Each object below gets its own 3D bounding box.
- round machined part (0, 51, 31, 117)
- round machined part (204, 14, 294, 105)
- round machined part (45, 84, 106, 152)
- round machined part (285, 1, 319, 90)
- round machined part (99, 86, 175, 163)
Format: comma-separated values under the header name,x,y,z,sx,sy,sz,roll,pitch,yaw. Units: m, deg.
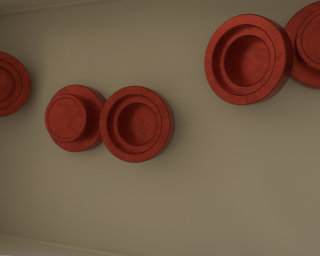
name,x,y,z,sx,sy,sz,roll,pitch,yaw
round machined part,-0.251,-0.066,0.469,0.042,0.099,0.097,15,96,59
round machined part,0.103,-0.075,0.352,0.098,0.042,0.097,8,101,43
round machined part,-0.124,-0.014,0.444,0.098,0.042,0.097,0,90,19
round machined part,0.183,-0.092,0.337,0.098,0.042,0.097,0,90,19
round machined part,-0.027,-0.005,0.410,0.098,0.042,0.097,0,90,19
